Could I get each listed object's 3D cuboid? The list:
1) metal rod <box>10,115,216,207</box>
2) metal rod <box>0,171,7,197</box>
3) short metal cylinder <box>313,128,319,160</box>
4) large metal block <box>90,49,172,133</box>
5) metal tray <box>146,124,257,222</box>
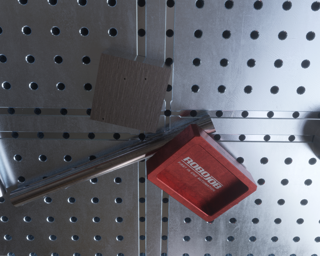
[{"bbox_3d":[-0.069,0.048,0.430,0.301,0.025,0.025,-21,109,7],"label":"metal rod"},{"bbox_3d":[-0.254,-0.043,0.393,0.025,0.025,0.298,-8,110,2],"label":"metal rod"},{"bbox_3d":[0.257,0.026,0.414,0.081,0.050,0.079,0,110,-1],"label":"short metal cylinder"},{"bbox_3d":[-0.035,-0.047,0.382,0.081,0.050,0.079,12,110,-5],"label":"large metal block"},{"bbox_3d":[0.056,0.065,0.419,0.090,0.030,0.130,-41,116,18],"label":"metal tray"}]
